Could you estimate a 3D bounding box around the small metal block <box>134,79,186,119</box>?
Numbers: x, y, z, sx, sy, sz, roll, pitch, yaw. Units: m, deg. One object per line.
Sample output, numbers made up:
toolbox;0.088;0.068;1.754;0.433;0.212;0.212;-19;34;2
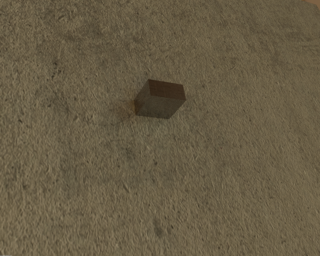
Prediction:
small metal block;-0.001;-0.037;0.412;0.050;0.050;0.025;5;60;-26
